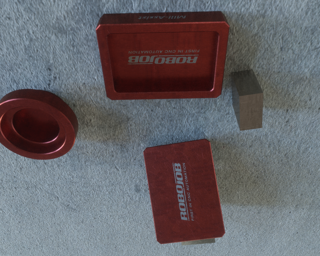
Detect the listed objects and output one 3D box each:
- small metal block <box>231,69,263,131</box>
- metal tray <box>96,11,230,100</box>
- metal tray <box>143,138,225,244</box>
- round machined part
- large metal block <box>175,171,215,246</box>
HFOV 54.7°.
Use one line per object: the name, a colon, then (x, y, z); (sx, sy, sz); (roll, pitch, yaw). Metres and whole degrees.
small metal block: (0.101, -0.033, 0.364); (0.025, 0.050, 0.050); (-8, 130, 7)
metal tray: (0.004, -0.076, 0.338); (0.131, 0.030, 0.089); (-1, 130, 0)
metal tray: (0.033, 0.084, 0.423); (0.090, 0.030, 0.129); (-9, 86, 7)
round machined part: (-0.152, -0.009, 0.387); (0.099, 0.042, 0.097); (0, 130, 0)
large metal block: (0.052, 0.120, 0.474); (0.050, 0.080, 0.080); (-7, 130, 6)
